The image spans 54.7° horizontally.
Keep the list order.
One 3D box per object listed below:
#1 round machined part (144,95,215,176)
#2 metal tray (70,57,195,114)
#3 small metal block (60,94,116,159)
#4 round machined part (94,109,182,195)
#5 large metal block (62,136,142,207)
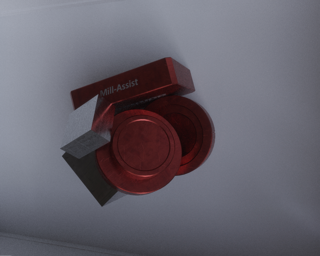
[{"bbox_3d":[0.021,0.009,0.393,0.098,0.042,0.097,0,90,19],"label":"round machined part"},{"bbox_3d":[-0.031,-0.045,0.384,0.130,0.090,0.030,-16,86,19],"label":"metal tray"},{"bbox_3d":[-0.078,-0.001,0.337,0.050,0.025,0.050,-28,42,30],"label":"small metal block"},{"bbox_3d":[-0.022,0.024,0.345,0.099,0.042,0.098,5,71,-14],"label":"round machined part"},{"bbox_3d":[-0.063,0.046,0.401,0.050,0.080,0.080,-46,76,14],"label":"large metal block"}]
